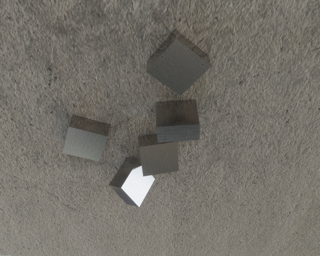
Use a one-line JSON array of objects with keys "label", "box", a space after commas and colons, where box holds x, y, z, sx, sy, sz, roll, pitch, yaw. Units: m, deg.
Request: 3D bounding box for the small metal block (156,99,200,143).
[{"label": "small metal block", "box": [0.021, -0.010, 0.383, 0.050, 0.050, 0.025, -3, 130, 3]}]

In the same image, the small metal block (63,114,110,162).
[{"label": "small metal block", "box": [-0.099, 0.014, 0.418, 0.050, 0.025, 0.050, 15, 129, -13]}]

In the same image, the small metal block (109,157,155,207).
[{"label": "small metal block", "box": [-0.040, 0.079, 0.454, 0.025, 0.050, 0.050, 2, 138, 39]}]

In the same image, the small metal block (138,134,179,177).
[{"label": "small metal block", "box": [-0.002, 0.036, 0.428, 0.050, 0.025, 0.050, -8, 121, -5]}]

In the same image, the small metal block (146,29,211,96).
[{"label": "small metal block", "box": [0.020, -0.072, 0.346, 0.050, 0.025, 0.050, 31, 123, -24]}]
